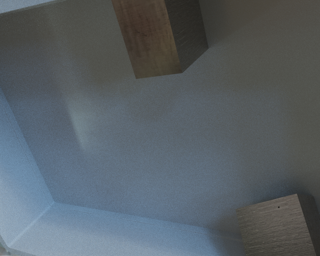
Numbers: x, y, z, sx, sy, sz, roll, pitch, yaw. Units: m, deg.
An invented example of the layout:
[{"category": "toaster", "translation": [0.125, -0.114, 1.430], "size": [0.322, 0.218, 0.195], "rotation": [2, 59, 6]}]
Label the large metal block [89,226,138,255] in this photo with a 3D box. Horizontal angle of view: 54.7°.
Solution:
[{"category": "large metal block", "translation": [-0.085, 0.245, 0.572], "size": [0.050, 0.080, 0.079], "rotation": [10, 123, 23]}]

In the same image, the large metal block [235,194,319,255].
[{"category": "large metal block", "translation": [0.146, 0.129, 0.368], "size": [0.080, 0.050, 0.080], "rotation": [-28, 59, 37]}]

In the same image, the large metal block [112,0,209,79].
[{"category": "large metal block", "translation": [0.005, -0.103, 0.307], "size": [0.050, 0.080, 0.080], "rotation": [-2, 117, 29]}]
